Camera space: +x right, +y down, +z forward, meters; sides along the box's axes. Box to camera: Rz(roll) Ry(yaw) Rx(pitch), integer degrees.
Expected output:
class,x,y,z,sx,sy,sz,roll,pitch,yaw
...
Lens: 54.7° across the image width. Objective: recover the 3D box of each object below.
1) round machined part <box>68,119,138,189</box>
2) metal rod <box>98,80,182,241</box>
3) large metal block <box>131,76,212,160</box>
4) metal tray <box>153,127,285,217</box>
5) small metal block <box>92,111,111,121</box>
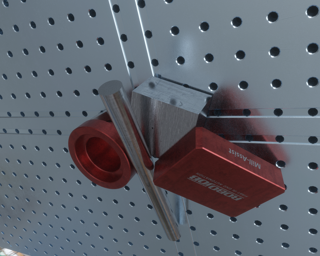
class,x,y,z,sx,sy,sz,roll,pitch,yaw
round machined part,-0.071,0.031,0.417,0.098,0.042,0.097,15,126,22
metal rod,-0.013,0.066,0.403,0.025,0.025,0.299,6,137,25
large metal block,0.010,-0.008,0.381,0.080,0.050,0.079,21,126,15
metal tray,0.069,0.058,0.370,0.131,0.030,0.090,27,133,-21
small metal block,-0.072,0.000,0.445,0.050,0.025,0.050,-24,106,36
